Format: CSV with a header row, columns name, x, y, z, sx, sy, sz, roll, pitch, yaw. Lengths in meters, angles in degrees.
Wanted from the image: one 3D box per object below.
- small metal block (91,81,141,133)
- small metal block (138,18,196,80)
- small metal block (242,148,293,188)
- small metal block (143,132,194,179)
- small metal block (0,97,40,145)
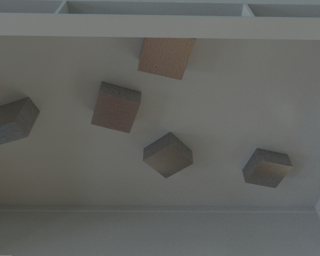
name,x,y,z,sx,sy,sz,roll,pitch,yaw
small metal block,-0.055,-0.025,0.387,0.050,0.025,0.050,14,129,-12
small metal block,0.006,-0.085,0.337,0.050,0.025,0.050,11,129,-10
small metal block,0.159,0.061,0.462,0.050,0.025,0.050,12,129,-10
small metal block,0.012,0.040,0.443,0.050,0.025,0.050,-33,123,25
small metal block,-0.185,-0.008,0.384,0.050,0.050,0.025,-15,129,12
